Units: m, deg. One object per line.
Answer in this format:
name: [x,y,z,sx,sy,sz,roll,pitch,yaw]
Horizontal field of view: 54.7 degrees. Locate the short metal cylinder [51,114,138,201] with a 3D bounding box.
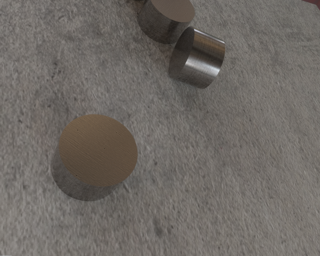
short metal cylinder: [-0.071,0.032,0.331,0.081,0.050,0.080,14,56,-21]

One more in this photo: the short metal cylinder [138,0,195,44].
short metal cylinder: [0.010,-0.185,0.508,0.081,0.050,0.080,14,56,-21]

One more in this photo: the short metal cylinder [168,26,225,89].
short metal cylinder: [0.053,-0.104,0.463,0.050,0.080,0.080,17,55,-19]
